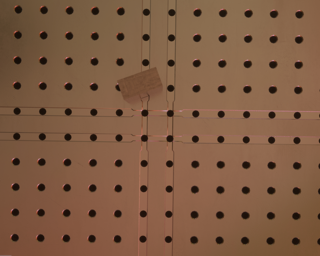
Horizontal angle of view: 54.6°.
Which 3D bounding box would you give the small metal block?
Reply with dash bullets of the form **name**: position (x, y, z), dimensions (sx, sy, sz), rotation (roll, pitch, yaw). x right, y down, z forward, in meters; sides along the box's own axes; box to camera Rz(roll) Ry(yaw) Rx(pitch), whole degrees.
- **small metal block**: position (-0.024, -0.054, 0.401), dimensions (0.050, 0.050, 0.025), rotation (-20, 90, 0)
